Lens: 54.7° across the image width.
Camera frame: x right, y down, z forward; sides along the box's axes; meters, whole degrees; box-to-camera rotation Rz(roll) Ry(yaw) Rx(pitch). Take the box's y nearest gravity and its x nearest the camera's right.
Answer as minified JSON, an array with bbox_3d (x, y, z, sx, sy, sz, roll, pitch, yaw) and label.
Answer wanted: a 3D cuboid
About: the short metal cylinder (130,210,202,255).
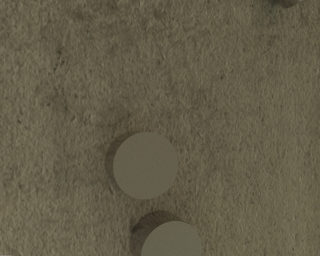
[{"bbox_3d":[0.006,0.153,0.400,0.081,0.050,0.079,0,90,-21],"label":"short metal cylinder"}]

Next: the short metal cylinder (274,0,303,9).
[{"bbox_3d":[0.194,-0.225,0.453,0.050,0.080,0.080,33,79,-17],"label":"short metal cylinder"}]

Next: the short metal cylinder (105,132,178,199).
[{"bbox_3d":[-0.024,0.044,0.388,0.081,0.050,0.079,0,90,-20],"label":"short metal cylinder"}]
